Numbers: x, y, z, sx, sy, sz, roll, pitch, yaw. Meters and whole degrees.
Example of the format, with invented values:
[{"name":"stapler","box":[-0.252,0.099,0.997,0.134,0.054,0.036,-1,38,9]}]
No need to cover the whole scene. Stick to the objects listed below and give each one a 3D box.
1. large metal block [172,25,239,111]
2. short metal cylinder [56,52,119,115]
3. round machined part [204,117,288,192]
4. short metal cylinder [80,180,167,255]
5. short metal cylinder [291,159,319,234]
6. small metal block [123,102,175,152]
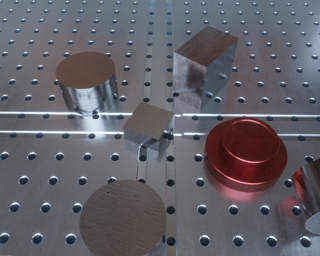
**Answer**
[{"name":"large metal block","box":[0.063,-0.086,0.444,0.050,0.080,0.080,31,57,23]},{"name":"short metal cylinder","box":[-0.102,-0.065,0.445,0.080,0.050,0.080,0,50,0]},{"name":"round machined part","box":[0.105,0.025,0.376,0.099,0.042,0.098,0,50,0]},{"name":"short metal cylinder","box":[-0.034,0.099,0.308,0.080,0.050,0.080,0,50,0]},{"name":"short metal cylinder","box":[0.182,0.070,0.314,0.081,0.080,0.050,0,50,0]},{"name":"small metal block","box":[-0.014,-0.003,0.410,0.050,0.025,0.050,20,53,16]}]
